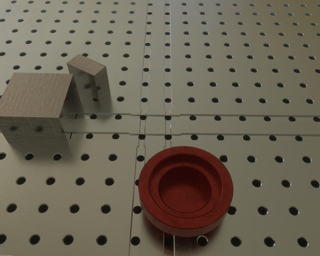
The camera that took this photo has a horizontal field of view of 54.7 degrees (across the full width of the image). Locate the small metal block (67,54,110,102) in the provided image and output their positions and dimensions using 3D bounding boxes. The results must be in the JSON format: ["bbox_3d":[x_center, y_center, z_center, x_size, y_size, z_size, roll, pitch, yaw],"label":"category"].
[{"bbox_3d":[-0.103,-0.073,0.451,0.050,0.050,0.025,26,55,20],"label":"small metal block"}]

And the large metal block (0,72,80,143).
[{"bbox_3d":[-0.159,-0.028,0.413,0.081,0.050,0.080,1,50,1],"label":"large metal block"}]

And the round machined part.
[{"bbox_3d":[0.027,0.071,0.338,0.099,0.042,0.098,0,50,0],"label":"round machined part"}]
